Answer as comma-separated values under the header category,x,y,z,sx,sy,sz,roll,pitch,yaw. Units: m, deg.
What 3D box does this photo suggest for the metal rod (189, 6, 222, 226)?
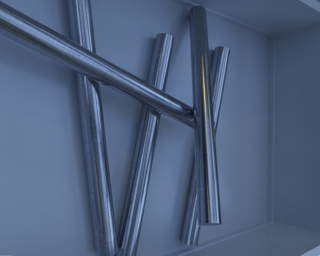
category,x,y,z,sx,sy,sz,roll,pitch,yaw
metal rod,0.054,-0.033,0.392,0.025,0.025,0.299,21,59,-38

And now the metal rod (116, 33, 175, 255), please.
category,x,y,z,sx,sy,sz,roll,pitch,yaw
metal rod,-0.018,0.025,0.392,0.025,0.025,0.299,17,79,-39

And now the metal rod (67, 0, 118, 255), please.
category,x,y,z,sx,sy,sz,roll,pitch,yaw
metal rod,-0.075,-0.005,0.345,0.025,0.025,0.298,-9,96,-40

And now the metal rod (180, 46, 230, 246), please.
category,x,y,z,sx,sy,sz,roll,pitch,yaw
metal rod,0.070,0.021,0.467,0.025,0.025,0.299,19,78,-39

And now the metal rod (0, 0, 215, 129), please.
category,x,y,z,sx,sy,sz,roll,pitch,yaw
metal rod,-0.042,-0.051,0.338,0.302,0.025,0.025,24,75,-38
